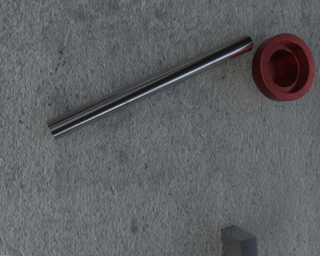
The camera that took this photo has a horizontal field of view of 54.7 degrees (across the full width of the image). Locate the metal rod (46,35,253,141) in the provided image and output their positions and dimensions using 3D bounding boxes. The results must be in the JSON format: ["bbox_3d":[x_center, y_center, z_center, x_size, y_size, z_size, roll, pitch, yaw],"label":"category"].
[{"bbox_3d":[0.000,-0.061,0.409,0.302,0.025,0.025,-27,99,-18],"label":"metal rod"}]

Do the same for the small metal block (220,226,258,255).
[{"bbox_3d":[0.112,0.173,0.438,0.025,0.050,0.050,-8,93,-20],"label":"small metal block"}]

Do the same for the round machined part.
[{"bbox_3d":[0.179,-0.088,0.466,0.099,0.042,0.097,0,90,-20],"label":"round machined part"}]
